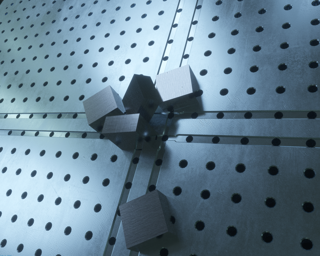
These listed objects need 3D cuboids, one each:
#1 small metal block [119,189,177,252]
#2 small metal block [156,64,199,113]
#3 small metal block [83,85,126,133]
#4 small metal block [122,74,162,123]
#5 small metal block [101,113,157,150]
[{"bbox_3d":[-0.014,0.105,0.350,0.050,0.025,0.050,-26,53,11],"label":"small metal block"},{"bbox_3d":[0.023,-0.054,0.428,0.050,0.025,0.050,-16,55,18],"label":"small metal block"},{"bbox_3d":[-0.085,-0.029,0.469,0.050,0.025,0.050,-30,52,8],"label":"small metal block"},{"bbox_3d":[-0.027,-0.038,0.428,0.050,0.025,0.050,-59,40,38],"label":"small metal block"},{"bbox_3d":[-0.039,0.006,0.408,0.050,0.050,0.025,-4,60,26],"label":"small metal block"}]
